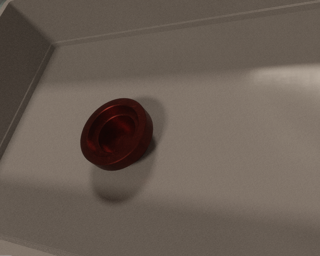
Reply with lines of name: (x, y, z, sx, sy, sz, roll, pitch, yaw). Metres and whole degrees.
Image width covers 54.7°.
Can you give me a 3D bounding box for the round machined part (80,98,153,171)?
round machined part: (-0.053, 0.012, 0.414, 0.098, 0.042, 0.098, -13, 56, 20)
